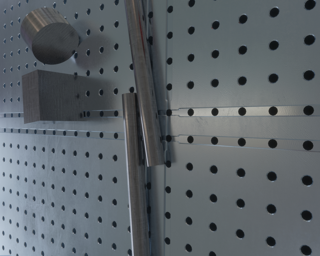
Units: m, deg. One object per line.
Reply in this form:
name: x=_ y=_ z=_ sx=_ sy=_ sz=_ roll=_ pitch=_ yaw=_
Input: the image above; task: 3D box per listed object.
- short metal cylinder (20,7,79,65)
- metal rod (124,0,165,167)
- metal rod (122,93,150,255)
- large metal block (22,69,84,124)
short metal cylinder: x=-0.187 y=-0.156 z=0.528 sx=0.050 sy=0.081 sz=0.080 roll=49 pitch=119 yaw=28
metal rod: x=-0.026 y=-0.097 z=0.430 sx=0.025 sy=0.025 sz=0.298 roll=-14 pitch=81 yaw=39
metal rod: x=-0.031 y=0.100 z=0.435 sx=0.025 sy=0.025 sz=0.298 roll=-7 pitch=86 yaw=40
large metal block: x=-0.179 y=-0.049 z=0.521 sx=0.050 sy=0.081 sz=0.080 roll=-7 pitch=86 yaw=40
